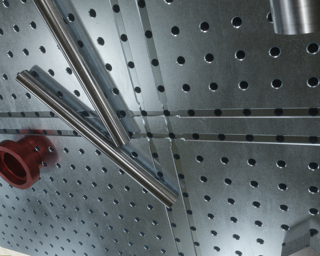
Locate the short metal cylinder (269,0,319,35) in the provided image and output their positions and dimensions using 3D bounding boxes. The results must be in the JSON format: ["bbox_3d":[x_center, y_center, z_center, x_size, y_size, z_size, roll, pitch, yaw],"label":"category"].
[{"bbox_3d":[0.127,-0.110,0.240,0.080,0.080,0.050,-4,116,30],"label":"short metal cylinder"}]

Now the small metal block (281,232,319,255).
[{"bbox_3d":[0.200,0.173,0.413,0.050,0.025,0.050,40,129,1],"label":"small metal block"}]

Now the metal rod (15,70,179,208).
[{"bbox_3d":[-0.095,0.016,0.471,0.300,0.025,0.025,40,129,1],"label":"metal rod"}]

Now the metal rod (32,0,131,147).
[{"bbox_3d":[-0.119,-0.106,0.407,0.025,0.025,0.299,-15,111,34],"label":"metal rod"}]

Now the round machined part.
[{"bbox_3d":[-0.263,0.063,0.578,0.098,0.042,0.097,13,124,21],"label":"round machined part"}]
